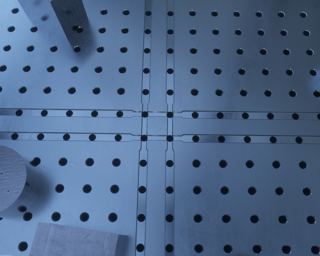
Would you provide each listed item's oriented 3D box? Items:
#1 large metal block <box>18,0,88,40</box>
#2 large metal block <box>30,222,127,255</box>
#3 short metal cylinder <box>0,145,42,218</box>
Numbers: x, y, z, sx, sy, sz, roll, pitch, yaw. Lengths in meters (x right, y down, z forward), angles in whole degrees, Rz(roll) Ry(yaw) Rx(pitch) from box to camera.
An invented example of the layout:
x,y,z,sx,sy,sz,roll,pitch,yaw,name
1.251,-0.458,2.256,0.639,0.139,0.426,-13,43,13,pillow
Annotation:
x,y,z,sx,sy,sz,roll,pitch,yaw,name
-0.162,-0.188,0.450,0.080,0.080,0.050,31,73,10,large metal block
-0.084,0.135,0.333,0.080,0.080,0.050,8,70,3,large metal block
-0.191,0.066,0.373,0.081,0.050,0.080,0,70,0,short metal cylinder
